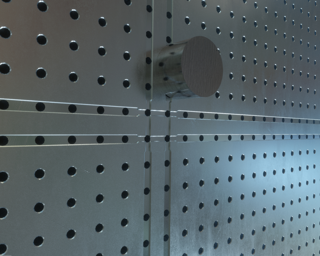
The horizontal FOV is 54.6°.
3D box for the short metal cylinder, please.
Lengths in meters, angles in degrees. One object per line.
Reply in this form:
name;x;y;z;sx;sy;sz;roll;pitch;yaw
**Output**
short metal cylinder;0.041;-0.081;0.426;0.081;0.050;0.080;0;90;-40
